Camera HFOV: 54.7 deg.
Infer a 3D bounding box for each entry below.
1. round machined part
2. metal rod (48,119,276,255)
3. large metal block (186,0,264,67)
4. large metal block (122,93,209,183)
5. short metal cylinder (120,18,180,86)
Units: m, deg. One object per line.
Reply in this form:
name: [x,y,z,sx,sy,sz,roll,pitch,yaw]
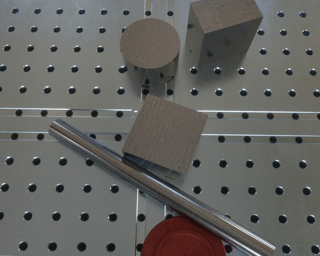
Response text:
round machined part: [0.027,0.149,0.348,0.099,0.042,0.098,0,70,0]
metal rod: [-0.011,0.067,0.369,0.301,0.025,0.025,28,72,16]
large metal block: [0.085,-0.138,0.433,0.080,0.080,0.050,-18,71,-7]
large metal block: [0.007,0.014,0.393,0.080,0.050,0.080,20,71,7]
short metal cylinder: [-0.013,-0.106,0.437,0.081,0.050,0.080,0,70,0]
